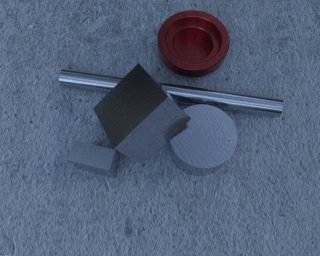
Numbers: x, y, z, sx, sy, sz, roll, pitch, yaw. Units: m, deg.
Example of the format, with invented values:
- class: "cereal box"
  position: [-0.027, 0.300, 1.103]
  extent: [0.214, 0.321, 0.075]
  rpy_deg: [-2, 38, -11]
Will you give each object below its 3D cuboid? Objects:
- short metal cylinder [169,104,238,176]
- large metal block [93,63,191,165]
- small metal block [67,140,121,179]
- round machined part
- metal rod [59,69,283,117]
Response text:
- class: "short metal cylinder"
  position: [0.051, 0.017, 0.389]
  extent: [0.081, 0.050, 0.080]
  rpy_deg: [0, 70, -1]
- class: "large metal block"
  position: [-0.024, -0.018, 0.371]
  extent: [0.080, 0.050, 0.080]
  rpy_deg: [-44, 46, 7]
- class: "small metal block"
  position: [-0.079, 0.039, 0.379]
  extent: [0.050, 0.050, 0.025]
  rpy_deg: [13, 71, 4]
- class: "round machined part"
  position: [0.046, -0.115, 0.442]
  extent: [0.099, 0.042, 0.098]
  rpy_deg: [0, 70, -1]
- class: "metal rod"
  position: [0.013, -0.048, 0.425]
  extent: [0.302, 0.025, 0.025]
  rpy_deg: [8, 70, 2]
